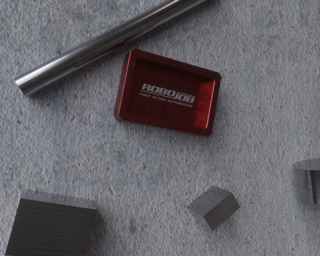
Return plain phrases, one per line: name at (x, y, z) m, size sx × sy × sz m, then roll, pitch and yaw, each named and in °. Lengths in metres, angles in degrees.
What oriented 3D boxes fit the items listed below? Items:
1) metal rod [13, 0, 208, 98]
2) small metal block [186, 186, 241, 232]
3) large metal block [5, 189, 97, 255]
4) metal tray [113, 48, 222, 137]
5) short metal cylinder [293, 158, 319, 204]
metal rod at (-0.038, -0.124, 0.395) m, size 0.302 × 0.025 × 0.025 m, roll -33°, pitch 101°, yaw -17°
small metal block at (0.072, 0.108, 0.424) m, size 0.050 × 0.050 × 0.025 m, roll -35°, pitch 102°, yaw -17°
large metal block at (-0.124, 0.120, 0.350) m, size 0.081 × 0.050 × 0.080 m, roll 15°, pitch 85°, yaw -20°
metal tray at (0.012, -0.043, 0.411) m, size 0.131 × 0.030 × 0.090 m, roll 12°, pitch 86°, yaw -20°
short metal cylinder at (0.250, 0.079, 0.475) m, size 0.081 × 0.080 × 0.050 m, roll -10°, pitch 94°, yaw -20°
